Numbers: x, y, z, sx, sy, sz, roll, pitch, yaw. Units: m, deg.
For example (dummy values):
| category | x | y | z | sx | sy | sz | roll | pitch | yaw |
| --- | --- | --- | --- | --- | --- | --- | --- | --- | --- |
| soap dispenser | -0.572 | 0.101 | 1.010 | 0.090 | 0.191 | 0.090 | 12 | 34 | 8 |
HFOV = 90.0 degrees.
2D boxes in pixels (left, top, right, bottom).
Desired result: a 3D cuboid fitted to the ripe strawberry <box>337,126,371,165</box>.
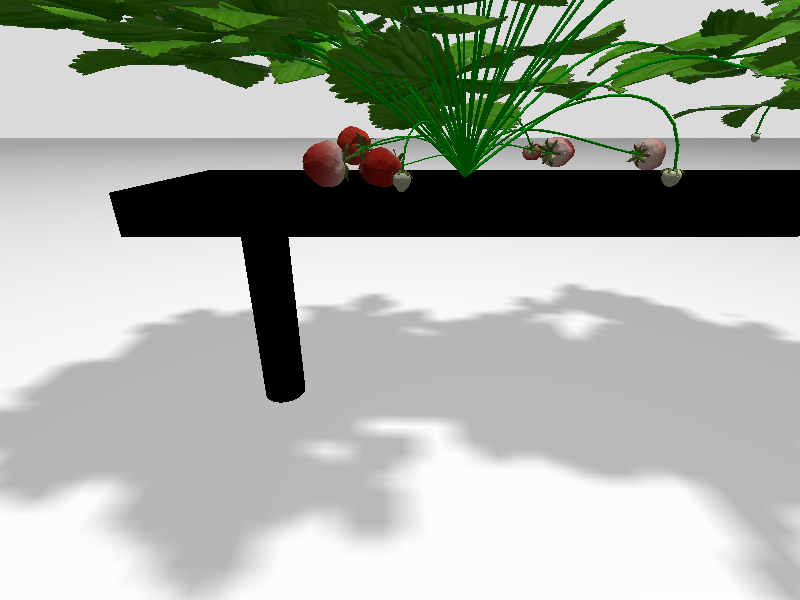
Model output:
| category | x | y | z | sx | sy | sz | roll | pitch | yaw |
| --- | --- | --- | --- | --- | --- | --- | --- | --- | --- |
| ripe strawberry | -0.055 | -0.174 | 0.452 | 0.039 | 0.041 | 0.042 | -18 | 29 | -36 |

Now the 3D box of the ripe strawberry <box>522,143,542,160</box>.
| category | x | y | z | sx | sy | sz | roll | pitch | yaw |
| --- | --- | --- | --- | --- | --- | --- | --- | --- | --- |
| ripe strawberry | 0.161 | -0.179 | 0.485 | 0.023 | 0.019 | 0.023 | 14 | 2 | 30 |

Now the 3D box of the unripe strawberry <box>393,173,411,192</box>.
| category | x | y | z | sx | sy | sz | roll | pitch | yaw |
| --- | --- | --- | --- | --- | --- | --- | --- | --- | --- |
| unripe strawberry | 0.001 | -0.069 | 0.234 | 0.011 | 0.011 | 0.011 | 11 | 26 | 24 |

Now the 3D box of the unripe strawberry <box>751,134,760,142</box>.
| category | x | y | z | sx | sy | sz | roll | pitch | yaw |
| --- | --- | --- | --- | --- | --- | --- | --- | --- | --- |
| unripe strawberry | 0.498 | -0.227 | 0.561 | 0.011 | 0.011 | 0.010 | -1 | 23 | -1 |

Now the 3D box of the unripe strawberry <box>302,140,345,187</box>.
| category | x | y | z | sx | sy | sz | roll | pitch | yaw |
| --- | --- | --- | --- | --- | --- | --- | --- | --- | --- |
| unripe strawberry | -0.052 | -0.092 | 0.270 | 0.028 | 0.030 | 0.026 | -14 | 27 | -29 |

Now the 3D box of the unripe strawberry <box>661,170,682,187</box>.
| category | x | y | z | sx | sy | sz | roll | pitch | yaw |
| --- | --- | --- | --- | --- | --- | --- | --- | --- | --- |
| unripe strawberry | 0.152 | -0.068 | 0.225 | 0.009 | 0.010 | 0.010 | -18 | 29 | -36 |

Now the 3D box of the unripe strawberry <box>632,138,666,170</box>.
| category | x | y | z | sx | sy | sz | roll | pitch | yaw |
| --- | --- | --- | --- | --- | --- | --- | --- | --- | --- |
| unripe strawberry | 0.249 | -0.144 | 0.397 | 0.030 | 0.030 | 0.028 | -8 | 25 | -19 |

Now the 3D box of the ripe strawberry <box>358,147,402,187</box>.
| category | x | y | z | sx | sy | sz | roll | pitch | yaw |
| --- | --- | --- | --- | --- | --- | --- | --- | --- | --- |
| ripe strawberry | -0.014 | -0.089 | 0.268 | 0.029 | 0.025 | 0.029 | -22 | 32 | -40 |

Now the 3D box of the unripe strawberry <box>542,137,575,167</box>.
| category | x | y | z | sx | sy | sz | roll | pitch | yaw |
| --- | --- | --- | --- | --- | --- | --- | --- | --- | --- |
| unripe strawberry | 0.161 | -0.150 | 0.406 | 0.029 | 0.029 | 0.032 | -16 | 28 | -34 |
